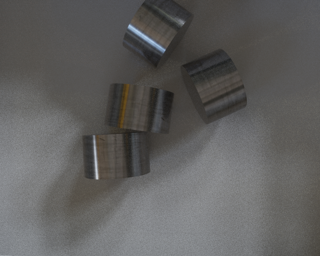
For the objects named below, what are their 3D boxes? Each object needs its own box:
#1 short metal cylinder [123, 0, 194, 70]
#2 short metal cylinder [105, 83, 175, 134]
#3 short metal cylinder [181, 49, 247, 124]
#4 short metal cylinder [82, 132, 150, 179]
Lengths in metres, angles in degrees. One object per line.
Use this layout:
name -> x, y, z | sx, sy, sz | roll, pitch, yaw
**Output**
short metal cylinder -> -0.002, -0.120, 0.384 | 0.050, 0.080, 0.080 | 35, 90, 0
short metal cylinder -> -0.025, -0.023, 0.384 | 0.080, 0.080, 0.050 | 8, 90, 0
short metal cylinder -> 0.065, -0.051, 0.384 | 0.050, 0.080, 0.080 | -24, 90, 0
short metal cylinder -> -0.054, 0.032, 0.383 | 0.080, 0.080, 0.050 | -3, 90, 0
